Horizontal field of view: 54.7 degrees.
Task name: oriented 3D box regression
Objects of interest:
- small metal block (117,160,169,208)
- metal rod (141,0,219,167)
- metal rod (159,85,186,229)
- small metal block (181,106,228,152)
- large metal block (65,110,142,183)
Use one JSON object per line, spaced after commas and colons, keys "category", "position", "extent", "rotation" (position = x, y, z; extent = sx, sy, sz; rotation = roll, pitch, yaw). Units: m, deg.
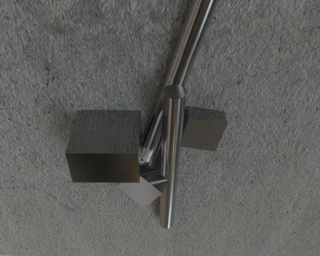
{"category": "small metal block", "position": [-0.025, 0.079, 0.437], "extent": [0.050, 0.025, 0.050], "rotation": [40, 129, -5]}
{"category": "metal rod", "position": [0.005, -0.021, 0.389], "extent": [0.025, 0.025, 0.298], "rotation": [12, 129, -11]}
{"category": "metal rod", "position": [0.014, 0.064, 0.443], "extent": [0.025, 0.025, 0.298], "rotation": [0, 136, -1]}
{"category": "small metal block", "position": [0.055, 0.001, 0.409], "extent": [0.050, 0.025, 0.050], "rotation": [9, 130, -8]}
{"category": "large metal block", "position": [-0.065, 0.021, 0.388], "extent": [0.081, 0.080, 0.050], "rotation": [1, 130, -1]}
